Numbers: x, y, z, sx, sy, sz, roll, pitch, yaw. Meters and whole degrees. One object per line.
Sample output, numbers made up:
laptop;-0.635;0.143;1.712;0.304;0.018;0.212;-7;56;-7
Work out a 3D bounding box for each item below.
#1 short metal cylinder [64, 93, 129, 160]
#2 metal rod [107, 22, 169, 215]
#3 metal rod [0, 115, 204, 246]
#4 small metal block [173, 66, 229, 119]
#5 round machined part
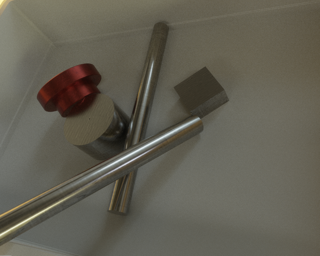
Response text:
short metal cylinder;-0.085;-0.001;0.433;0.080;0.050;0.080;-13;56;20
metal rod;-0.024;-0.030;0.435;0.025;0.025;0.299;-3;60;26
metal rod;-0.072;0.055;0.315;0.302;0.025;0.025;-27;45;-29
small metal block;0.053;-0.045;0.404;0.050;0.025;0.050;-33;52;6
round machined part;-0.130;-0.051;0.469;0.098;0.098;0.042;-35;88;5
